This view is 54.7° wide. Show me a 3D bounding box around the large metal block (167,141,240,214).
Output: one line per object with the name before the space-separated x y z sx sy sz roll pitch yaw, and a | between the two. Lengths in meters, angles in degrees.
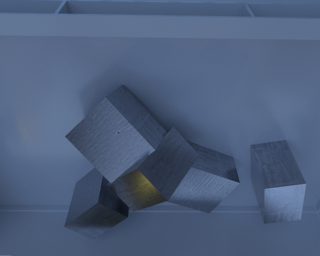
large metal block | 0.056 0.074 0.456 0.080 0.050 0.079 20 127 -17

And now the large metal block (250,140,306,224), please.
large metal block | 0.163 0.076 0.439 0.050 0.080 0.080 -9 130 7

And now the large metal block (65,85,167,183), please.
large metal block | -0.053 0.008 0.381 0.080 0.050 0.080 -39 98 28

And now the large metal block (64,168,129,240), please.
large metal block | -0.090 0.105 0.462 0.050 0.080 0.080 36 121 -27

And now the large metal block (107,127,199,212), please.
large metal block | -0.009 0.054 0.395 0.050 0.080 0.080 48 140 -7
